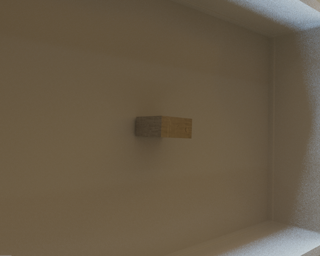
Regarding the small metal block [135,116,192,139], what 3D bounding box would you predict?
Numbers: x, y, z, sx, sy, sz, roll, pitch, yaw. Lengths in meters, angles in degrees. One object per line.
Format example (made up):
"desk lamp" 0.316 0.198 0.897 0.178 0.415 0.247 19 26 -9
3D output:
"small metal block" 0.005 -0.001 0.392 0.050 0.050 0.025 4 87 -40
